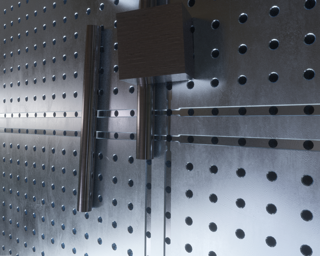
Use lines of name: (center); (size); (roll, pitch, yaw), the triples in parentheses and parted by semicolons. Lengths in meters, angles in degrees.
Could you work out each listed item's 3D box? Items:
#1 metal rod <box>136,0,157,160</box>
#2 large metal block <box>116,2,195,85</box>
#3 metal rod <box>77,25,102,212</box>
metal rod: (-0.018, -0.107, 0.423); (0.025, 0.025, 0.298); (2, 91, 40)
large metal block: (-0.004, -0.099, 0.379); (0.080, 0.050, 0.080); (-3, 89, 18)
metal rod: (-0.115, -0.014, 0.504); (0.025, 0.025, 0.298); (6, 94, 40)
